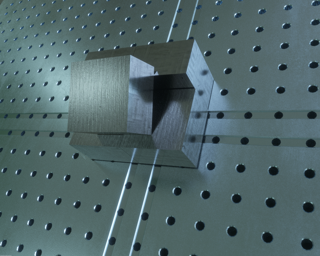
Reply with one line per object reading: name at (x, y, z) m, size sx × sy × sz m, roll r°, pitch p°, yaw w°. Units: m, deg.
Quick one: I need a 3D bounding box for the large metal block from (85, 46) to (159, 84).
large metal block at (-0.055, -0.066, 0.439) m, size 0.080 × 0.080 × 0.050 m, roll 1°, pitch 62°, yaw 28°

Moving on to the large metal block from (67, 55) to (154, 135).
large metal block at (-0.056, -0.034, 0.355) m, size 0.080 × 0.050 × 0.080 m, roll 0°, pitch 86°, yaw 28°

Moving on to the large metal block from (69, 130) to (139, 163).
large metal block at (-0.064, -0.001, 0.422) m, size 0.080 × 0.050 × 0.080 m, roll 1°, pitch 62°, yaw 28°

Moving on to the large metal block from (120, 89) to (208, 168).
large metal block at (0.007, 0.000, 0.384) m, size 0.080 × 0.050 × 0.080 m, roll 1°, pitch 62°, yaw 28°

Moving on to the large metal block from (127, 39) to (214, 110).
large metal block at (0.016, -0.064, 0.402) m, size 0.080 × 0.080 × 0.050 m, roll 1°, pitch 62°, yaw 28°
